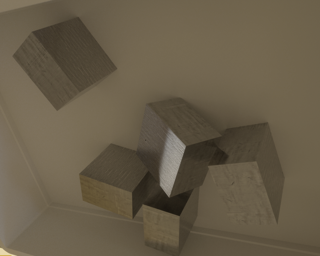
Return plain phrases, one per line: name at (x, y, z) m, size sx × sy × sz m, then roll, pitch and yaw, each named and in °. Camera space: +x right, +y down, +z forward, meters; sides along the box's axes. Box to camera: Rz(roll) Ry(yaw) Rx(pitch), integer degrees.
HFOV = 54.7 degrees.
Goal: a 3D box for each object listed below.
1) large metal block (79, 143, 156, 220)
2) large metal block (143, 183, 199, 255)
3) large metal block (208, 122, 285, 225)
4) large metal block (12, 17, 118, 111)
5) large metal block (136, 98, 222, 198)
large metal block at (-0.056, 0.073, 0.446) m, size 0.080 × 0.080 × 0.050 m, roll 15°, pitch 124°, yaw 19°
large metal block at (0.018, 0.116, 0.434) m, size 0.050 × 0.080 × 0.079 m, roll 13°, pitch 124°, yaw 21°
large metal block at (0.102, 0.050, 0.350) m, size 0.050 × 0.080 × 0.080 m, roll -11°, pitch 113°, yaw 32°
large metal block at (-0.113, -0.080, 0.381) m, size 0.050 × 0.080 × 0.080 m, roll -29°, pitch 103°, yaw 37°
large metal block at (0.018, 0.021, 0.372) m, size 0.080 × 0.050 × 0.079 m, roll 48°, pitch 138°, yaw 38°
